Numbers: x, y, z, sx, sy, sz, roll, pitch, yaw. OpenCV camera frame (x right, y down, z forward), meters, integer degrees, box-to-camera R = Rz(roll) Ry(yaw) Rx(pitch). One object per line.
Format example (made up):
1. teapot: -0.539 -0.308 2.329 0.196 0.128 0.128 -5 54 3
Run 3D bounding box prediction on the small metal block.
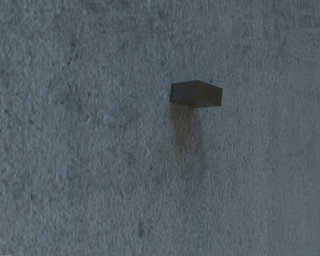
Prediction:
1. small metal block: 0.050 -0.046 0.429 0.050 0.050 0.025 11 83 -39
